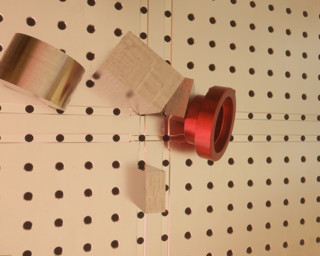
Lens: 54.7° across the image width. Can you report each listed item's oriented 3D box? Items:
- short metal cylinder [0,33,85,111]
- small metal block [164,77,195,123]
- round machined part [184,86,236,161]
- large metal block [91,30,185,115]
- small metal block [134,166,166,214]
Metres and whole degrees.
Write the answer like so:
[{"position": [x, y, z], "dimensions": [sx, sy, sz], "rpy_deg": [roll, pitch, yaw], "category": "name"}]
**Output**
[{"position": [-0.130, -0.058, 0.336], "dimensions": [0.080, 0.080, 0.050], "rpy_deg": [26, 81, -19], "category": "short metal cylinder"}, {"position": [0.027, -0.036, 0.407], "dimensions": [0.025, 0.050, 0.050], "rpy_deg": [14, 85, 10], "category": "small metal block"}, {"position": [0.065, -0.008, 0.411], "dimensions": [0.099, 0.042, 0.097], "rpy_deg": [-36, 133, -53], "category": "round machined part"}, {"position": [-0.030, -0.061, 0.373], "dimensions": [0.080, 0.080, 0.050], "rpy_deg": [38, 78, -17], "category": "large metal block"}, {"position": [-0.014, 0.077, 0.395], "dimensions": [0.025, 0.050, 0.050], "rpy_deg": [0, 90, -20], "category": "small metal block"}]
